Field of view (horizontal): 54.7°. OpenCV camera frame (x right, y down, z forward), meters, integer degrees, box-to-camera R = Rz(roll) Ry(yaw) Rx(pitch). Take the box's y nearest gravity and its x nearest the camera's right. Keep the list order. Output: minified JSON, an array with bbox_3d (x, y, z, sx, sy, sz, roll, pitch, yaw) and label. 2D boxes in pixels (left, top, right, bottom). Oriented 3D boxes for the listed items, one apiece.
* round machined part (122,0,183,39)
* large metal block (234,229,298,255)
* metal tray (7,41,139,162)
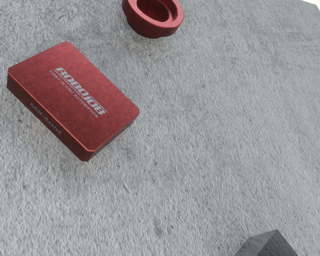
[{"bbox_3d":[-0.015,-0.183,0.498,0.099,0.042,0.098,14,56,-21],"label":"round machined part"},{"bbox_3d":[0.122,0.176,0.348,0.081,0.050,0.080,-29,78,-38],"label":"large metal block"},{"bbox_3d":[-0.100,-0.035,0.369,0.130,0.030,0.090,44,51,2],"label":"metal tray"}]
